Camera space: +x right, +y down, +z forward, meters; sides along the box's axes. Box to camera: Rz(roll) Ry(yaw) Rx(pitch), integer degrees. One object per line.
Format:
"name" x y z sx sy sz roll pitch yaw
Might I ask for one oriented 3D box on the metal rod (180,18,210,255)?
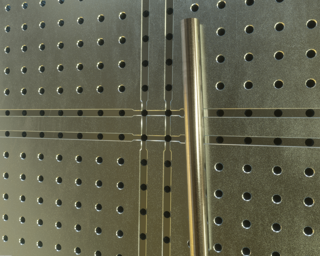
"metal rod" 0.045 0.012 0.396 0.025 0.025 0.298 -3 89 19
